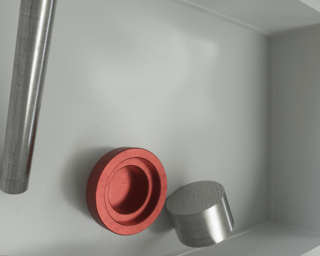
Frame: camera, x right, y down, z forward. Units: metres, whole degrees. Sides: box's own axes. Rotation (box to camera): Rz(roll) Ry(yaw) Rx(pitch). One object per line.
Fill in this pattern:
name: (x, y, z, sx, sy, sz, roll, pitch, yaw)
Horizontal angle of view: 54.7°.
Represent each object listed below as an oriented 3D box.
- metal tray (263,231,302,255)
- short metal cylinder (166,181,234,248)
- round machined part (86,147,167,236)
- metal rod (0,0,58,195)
metal tray: (0.253, 0.288, 0.622, 0.091, 0.030, 0.129, -18, 102, -39)
short metal cylinder: (0.054, 0.114, 0.419, 0.081, 0.080, 0.050, -30, 109, -36)
round machined part: (-0.042, 0.071, 0.362, 0.099, 0.042, 0.097, 0, 90, -40)
metal rod: (-0.097, -0.077, 0.241, 0.025, 0.025, 0.298, -2, 118, -40)
